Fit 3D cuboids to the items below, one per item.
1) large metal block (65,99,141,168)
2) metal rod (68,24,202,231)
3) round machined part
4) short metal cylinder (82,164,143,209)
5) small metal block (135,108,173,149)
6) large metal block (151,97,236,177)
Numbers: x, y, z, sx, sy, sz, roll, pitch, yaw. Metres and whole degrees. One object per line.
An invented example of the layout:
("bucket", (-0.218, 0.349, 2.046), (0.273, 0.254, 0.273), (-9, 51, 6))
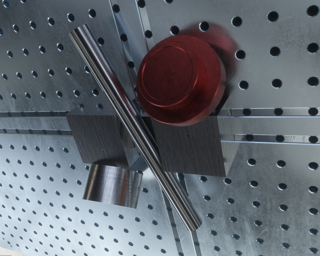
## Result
("large metal block", (-0.074, 0.006, 0.439), (0.080, 0.050, 0.080), (2, 120, 27))
("metal rod", (-0.023, 0.011, 0.397), (0.025, 0.025, 0.299), (-19, 109, 35))
("round machined part", (0.016, -0.052, 0.328), (0.098, 0.042, 0.097), (-4, 82, 27))
("short metal cylinder", (-0.070, 0.087, 0.458), (0.080, 0.050, 0.080), (9, 164, 3))
("small metal block", (-0.010, 0.001, 0.418), (0.050, 0.025, 0.050), (1, 119, 28))
("large metal block", (0.043, 0.010, 0.379), (0.080, 0.050, 0.080), (1, 119, 27))
